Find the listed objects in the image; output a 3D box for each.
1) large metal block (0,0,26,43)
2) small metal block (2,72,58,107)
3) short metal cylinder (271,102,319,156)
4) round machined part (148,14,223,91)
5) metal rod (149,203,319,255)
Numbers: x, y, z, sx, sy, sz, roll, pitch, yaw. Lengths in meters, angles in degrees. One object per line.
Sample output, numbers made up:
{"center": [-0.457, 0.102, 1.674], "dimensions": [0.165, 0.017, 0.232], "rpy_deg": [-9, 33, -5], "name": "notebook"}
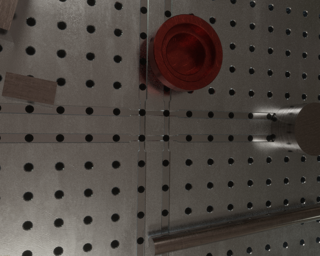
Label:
{"center": [-0.190, -0.148, 0.329], "dimensions": [0.081, 0.050, 0.080], "rpy_deg": [15, 85, -20], "name": "large metal block"}
{"center": [-0.144, -0.041, 0.346], "dimensions": [0.050, 0.050, 0.025], "rpy_deg": [10, 87, -20], "name": "small metal block"}
{"center": [0.223, 0.002, 0.484], "dimensions": [0.081, 0.050, 0.079], "rpy_deg": [0, 90, -21], "name": "short metal cylinder"}
{"center": [0.031, -0.097, 0.416], "dimensions": [0.099, 0.042, 0.097], "rpy_deg": [0, 90, -21], "name": "round machined part"}
{"center": [0.131, 0.147, 0.462], "dimensions": [0.303, 0.025, 0.025], "rpy_deg": [-4, 92, -20], "name": "metal rod"}
